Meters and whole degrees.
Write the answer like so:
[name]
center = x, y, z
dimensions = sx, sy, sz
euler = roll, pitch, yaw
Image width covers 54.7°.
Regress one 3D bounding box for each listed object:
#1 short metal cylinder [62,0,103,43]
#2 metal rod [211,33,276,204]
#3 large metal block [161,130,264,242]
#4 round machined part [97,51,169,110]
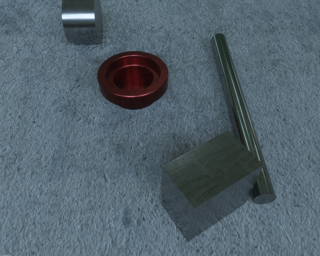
[short metal cylinder]
center = -0.128, -0.183, 0.521
dimensions = 0.050, 0.080, 0.080
euler = -1, 50, -1
[metal rod]
center = 0.107, -0.037, 0.434
dimensions = 0.025, 0.025, 0.300
euler = -2, 50, -2
[large metal block]
center = 0.049, 0.060, 0.317
dimensions = 0.081, 0.080, 0.050
euler = -26, 55, -20
[round machined part]
center = -0.037, -0.064, 0.446
dimensions = 0.099, 0.042, 0.098
euler = 0, 50, 0
